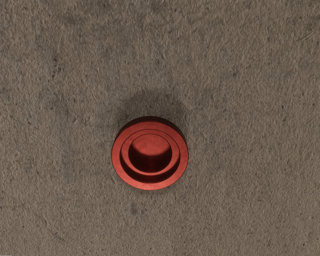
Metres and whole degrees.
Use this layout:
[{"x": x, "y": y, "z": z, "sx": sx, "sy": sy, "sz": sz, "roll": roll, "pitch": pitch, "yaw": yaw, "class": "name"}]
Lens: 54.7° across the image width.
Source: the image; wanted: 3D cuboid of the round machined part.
[{"x": -0.013, "y": 0.030, "z": 0.412, "sx": 0.099, "sy": 0.042, "sz": 0.097, "roll": 0, "pitch": 110, "yaw": -1, "class": "round machined part"}]
